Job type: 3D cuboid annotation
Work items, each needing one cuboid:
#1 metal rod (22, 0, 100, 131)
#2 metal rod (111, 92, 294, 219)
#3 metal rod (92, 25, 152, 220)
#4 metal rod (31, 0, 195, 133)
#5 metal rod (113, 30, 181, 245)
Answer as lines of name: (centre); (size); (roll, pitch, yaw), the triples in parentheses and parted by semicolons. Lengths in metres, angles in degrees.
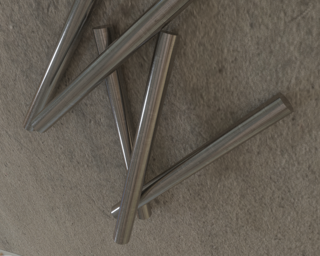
metal rod: (-0.137, -0.090, 0.420); (0.025, 0.025, 0.298); (42, 129, -1)
metal rod: (0.033, 0.052, 0.401); (0.025, 0.025, 0.299); (48, 123, -6)
metal rod: (-0.047, 0.010, 0.436); (0.025, 0.025, 0.298); (5, 121, 25)
metal rod: (-0.058, -0.078, 0.357); (0.299, 0.025, 0.025); (-34, 100, 28)
metal rod: (-0.023, 0.029, 0.396); (0.025, 0.025, 0.298); (21, 114, 15)
